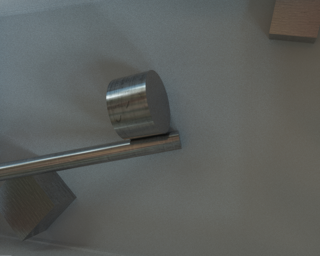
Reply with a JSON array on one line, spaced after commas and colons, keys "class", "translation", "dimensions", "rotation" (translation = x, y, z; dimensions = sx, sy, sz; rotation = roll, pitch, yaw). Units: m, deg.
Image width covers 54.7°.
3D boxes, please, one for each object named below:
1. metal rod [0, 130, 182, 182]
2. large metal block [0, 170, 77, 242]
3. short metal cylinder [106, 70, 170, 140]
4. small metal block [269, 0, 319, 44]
[{"class": "metal rod", "translation": [-0.122, 0.043, 0.416], "dimensions": [0.302, 0.025, 0.025], "rotation": [-11, 87, 5]}, {"class": "large metal block", "translation": [-0.188, 0.105, 0.462], "dimensions": [0.080, 0.050, 0.080], "rotation": [-47, 76, 14]}, {"class": "short metal cylinder", "translation": [-0.024, -0.028, 0.389], "dimensions": [0.050, 0.080, 0.080], "rotation": [-11, 87, 19]}, {"class": "small metal block", "translation": [0.157, -0.128, 0.355], "dimensions": [0.050, 0.025, 0.050], "rotation": [12, 94, 19]}]
